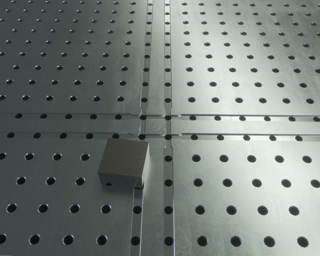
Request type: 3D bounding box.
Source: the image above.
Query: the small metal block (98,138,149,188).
[{"bbox_3d":[-0.042,0.041,0.372,0.050,0.025,0.050,6,50,4],"label":"small metal block"}]
